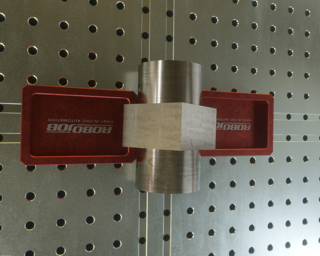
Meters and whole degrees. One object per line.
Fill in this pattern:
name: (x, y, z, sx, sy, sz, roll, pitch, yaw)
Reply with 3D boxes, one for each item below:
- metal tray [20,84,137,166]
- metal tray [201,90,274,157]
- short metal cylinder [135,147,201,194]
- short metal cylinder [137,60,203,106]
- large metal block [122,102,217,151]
metal tray: (-0.095, -0.002, 0.374, 0.131, 0.030, 0.089, 1, 90, -20)
metal tray: (0.101, -0.006, 0.447, 0.131, 0.030, 0.089, 1, 90, -20)
short metal cylinder: (0.010, 0.049, 0.387, 0.081, 0.080, 0.050, 2, 90, -20)
short metal cylinder: (0.012, -0.051, 0.387, 0.081, 0.080, 0.050, 1, 90, -20)
large metal block: (0.013, -0.001, 0.373, 0.080, 0.080, 0.050, 3, 88, -54)
